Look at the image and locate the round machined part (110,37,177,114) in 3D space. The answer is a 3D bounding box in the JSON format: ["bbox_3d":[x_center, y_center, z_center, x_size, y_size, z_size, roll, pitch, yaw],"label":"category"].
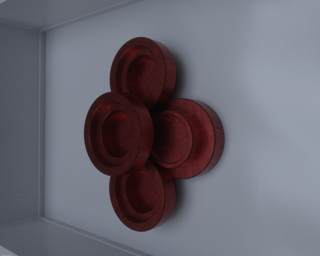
[{"bbox_3d":[-0.017,-0.065,0.405,0.098,0.042,0.097,0,90,39],"label":"round machined part"}]

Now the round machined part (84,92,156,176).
[{"bbox_3d":[-0.044,0.007,0.373,0.098,0.042,0.097,0,90,39],"label":"round machined part"}]

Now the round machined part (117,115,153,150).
[{"bbox_3d":[-0.053,0.009,0.435,0.098,0.042,0.097,0,90,39],"label":"round machined part"}]

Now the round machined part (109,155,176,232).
[{"bbox_3d":[-0.018,0.081,0.406,0.098,0.042,0.097,0,90,39],"label":"round machined part"}]

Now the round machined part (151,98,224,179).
[{"bbox_3d":[0.023,0.013,0.372,0.098,0.042,0.097,0,90,39],"label":"round machined part"}]
